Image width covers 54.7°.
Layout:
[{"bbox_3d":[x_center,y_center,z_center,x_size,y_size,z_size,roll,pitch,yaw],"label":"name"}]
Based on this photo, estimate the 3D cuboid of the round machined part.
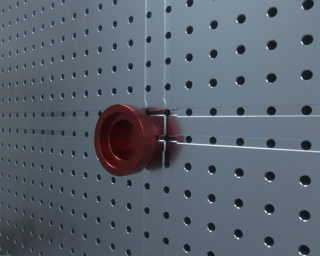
[{"bbox_3d":[-0.044,0.016,0.433,0.098,0.042,0.097,0,90,39],"label":"round machined part"}]
